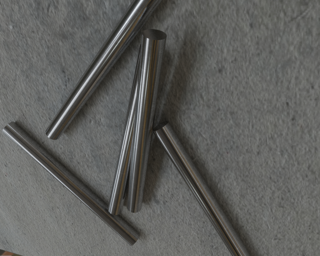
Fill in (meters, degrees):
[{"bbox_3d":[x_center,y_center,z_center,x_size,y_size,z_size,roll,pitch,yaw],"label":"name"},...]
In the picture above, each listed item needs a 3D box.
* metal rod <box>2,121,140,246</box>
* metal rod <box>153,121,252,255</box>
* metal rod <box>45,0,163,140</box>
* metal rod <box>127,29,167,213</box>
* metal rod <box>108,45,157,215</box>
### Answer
[{"bbox_3d":[-0.154,0.099,0.546,0.300,0.025,0.025,42,129,-2],"label":"metal rod"},{"bbox_3d":[0.078,0.120,0.439,0.025,0.025,0.299,-22,107,36],"label":"metal rod"},{"bbox_3d":[-0.086,-0.070,0.406,0.025,0.025,0.299,45,129,-4],"label":"metal rod"},{"bbox_3d":[-0.024,0.017,0.409,0.025,0.025,0.298,22,132,14],"label":"metal rod"},{"bbox_3d":[-0.044,0.023,0.442,0.025,0.025,0.298,25,127,12],"label":"metal rod"}]
